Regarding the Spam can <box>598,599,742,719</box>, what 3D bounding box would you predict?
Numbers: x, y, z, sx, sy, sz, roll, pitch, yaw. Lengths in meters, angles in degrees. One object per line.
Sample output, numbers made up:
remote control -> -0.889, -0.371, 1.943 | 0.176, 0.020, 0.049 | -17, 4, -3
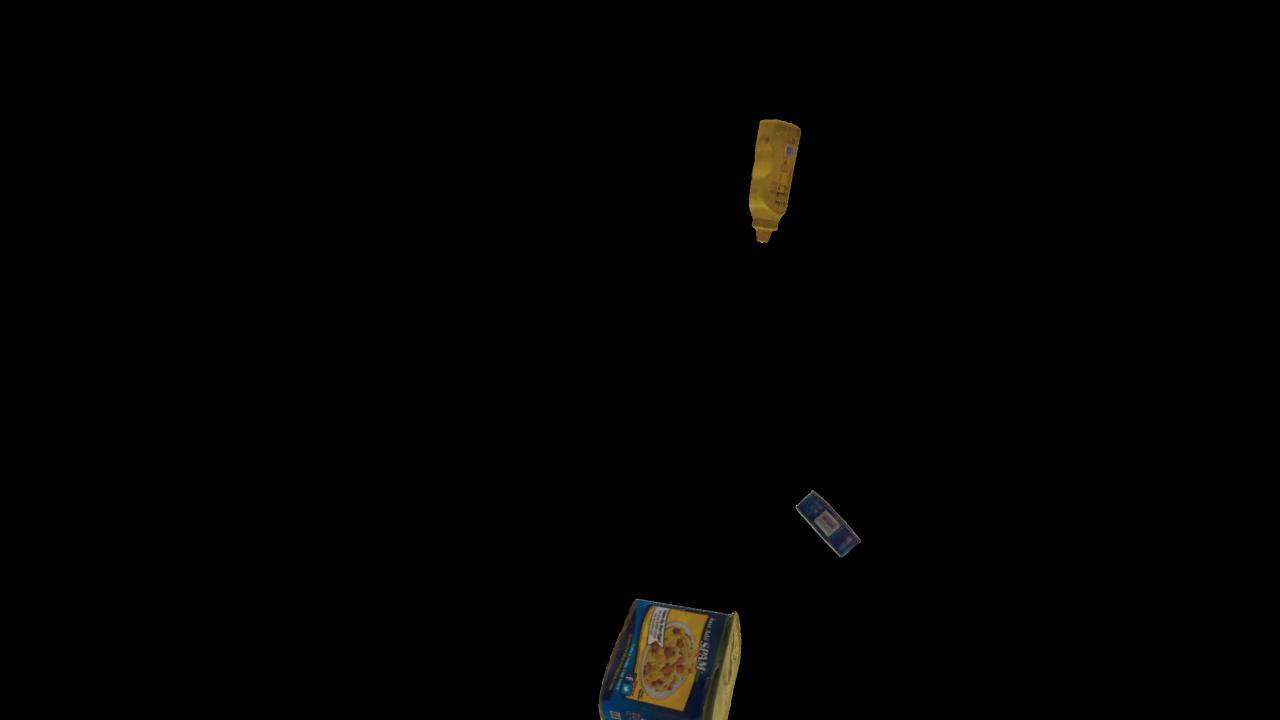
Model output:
Spam can -> 0.025, 0.235, 0.463 | 0.085, 0.058, 0.101 | 2, 29, 20

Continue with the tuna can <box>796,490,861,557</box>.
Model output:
tuna can -> 0.236, 0.207, 0.777 | 0.034, 0.084, 0.084 | -42, 0, 0

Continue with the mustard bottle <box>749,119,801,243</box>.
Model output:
mustard bottle -> 0.210, -0.279, 0.979 | 0.054, 0.184, 0.092 | 15, 15, 32
